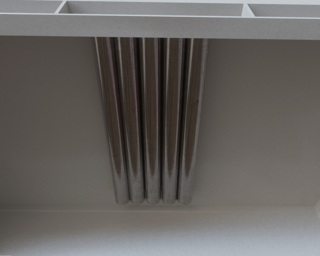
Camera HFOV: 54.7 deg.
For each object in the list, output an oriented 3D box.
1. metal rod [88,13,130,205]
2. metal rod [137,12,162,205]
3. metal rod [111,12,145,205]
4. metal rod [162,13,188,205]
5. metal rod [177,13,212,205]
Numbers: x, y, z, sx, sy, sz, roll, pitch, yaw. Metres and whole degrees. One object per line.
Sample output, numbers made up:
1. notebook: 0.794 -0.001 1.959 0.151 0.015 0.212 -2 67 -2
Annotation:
1. metal rod: -0.060 0.002 0.408 0.025 0.025 0.298 0 130 0
2. metal rod: -0.011 0.001 0.408 0.025 0.025 0.298 0 130 0
3. metal rod: -0.036 0.001 0.408 0.025 0.025 0.298 0 130 0
4. metal rod: 0.015 0.002 0.409 0.025 0.025 0.298 0 130 0
5. metal rod: 0.040 0.002 0.409 0.025 0.025 0.298 0 130 0
